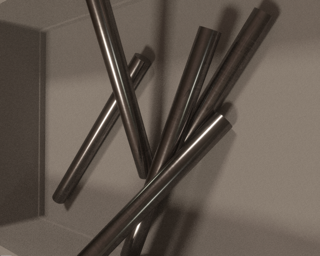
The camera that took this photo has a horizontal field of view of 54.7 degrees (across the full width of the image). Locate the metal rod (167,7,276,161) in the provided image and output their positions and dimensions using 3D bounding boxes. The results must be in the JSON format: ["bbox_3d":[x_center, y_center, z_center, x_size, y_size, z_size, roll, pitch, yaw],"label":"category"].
[{"bbox_3d":[0.039,0.002,0.373,0.025,0.025,0.298,44,116,31],"label":"metal rod"}]

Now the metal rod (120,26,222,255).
[{"bbox_3d":[0.007,0.032,0.365,0.025,0.025,0.298,31,110,35],"label":"metal rod"}]

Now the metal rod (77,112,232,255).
[{"bbox_3d":[-0.033,0.098,0.343,0.300,0.025,0.025,-46,59,-2],"label":"metal rod"}]

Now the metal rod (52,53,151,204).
[{"bbox_3d":[-0.101,0.015,0.487,0.025,0.025,0.298,50,119,28],"label":"metal rod"}]

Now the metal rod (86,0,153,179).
[{"bbox_3d":[-0.050,-0.070,0.363,0.025,0.025,0.298,6,121,39],"label":"metal rod"}]
